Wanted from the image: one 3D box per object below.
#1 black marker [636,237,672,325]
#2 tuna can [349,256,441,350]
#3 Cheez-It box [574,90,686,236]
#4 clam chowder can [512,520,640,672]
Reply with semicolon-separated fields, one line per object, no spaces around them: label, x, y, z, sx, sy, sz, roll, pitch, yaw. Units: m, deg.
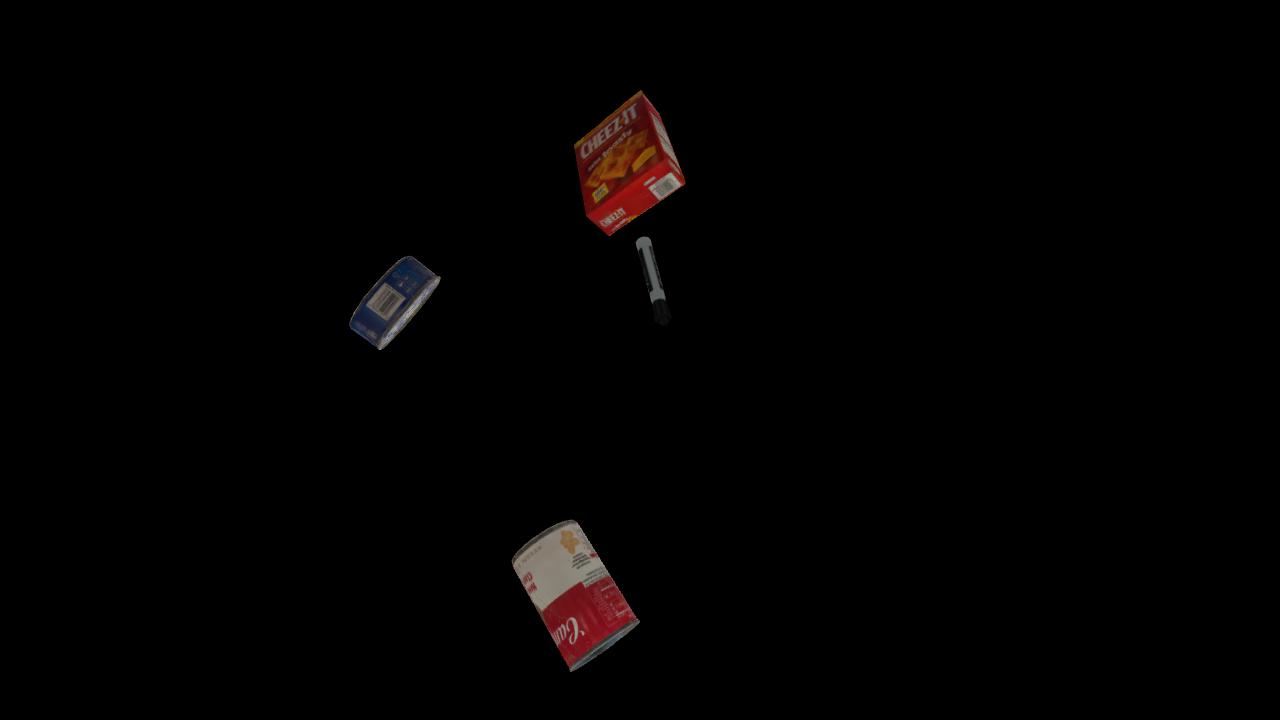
black marker;0.015;-0.092;0.711;0.020;0.121;0.020;-9;-30;-6
tuna can;-0.217;-0.051;0.544;0.034;0.084;0.084;39;-11;-14
Cheez-It box;-0.025;-0.347;1.081;0.166;0.223;0.071;-30;-41;22
clam chowder can;-0.056;0.196;0.519;0.068;0.102;0.068;-30;-23;-14
